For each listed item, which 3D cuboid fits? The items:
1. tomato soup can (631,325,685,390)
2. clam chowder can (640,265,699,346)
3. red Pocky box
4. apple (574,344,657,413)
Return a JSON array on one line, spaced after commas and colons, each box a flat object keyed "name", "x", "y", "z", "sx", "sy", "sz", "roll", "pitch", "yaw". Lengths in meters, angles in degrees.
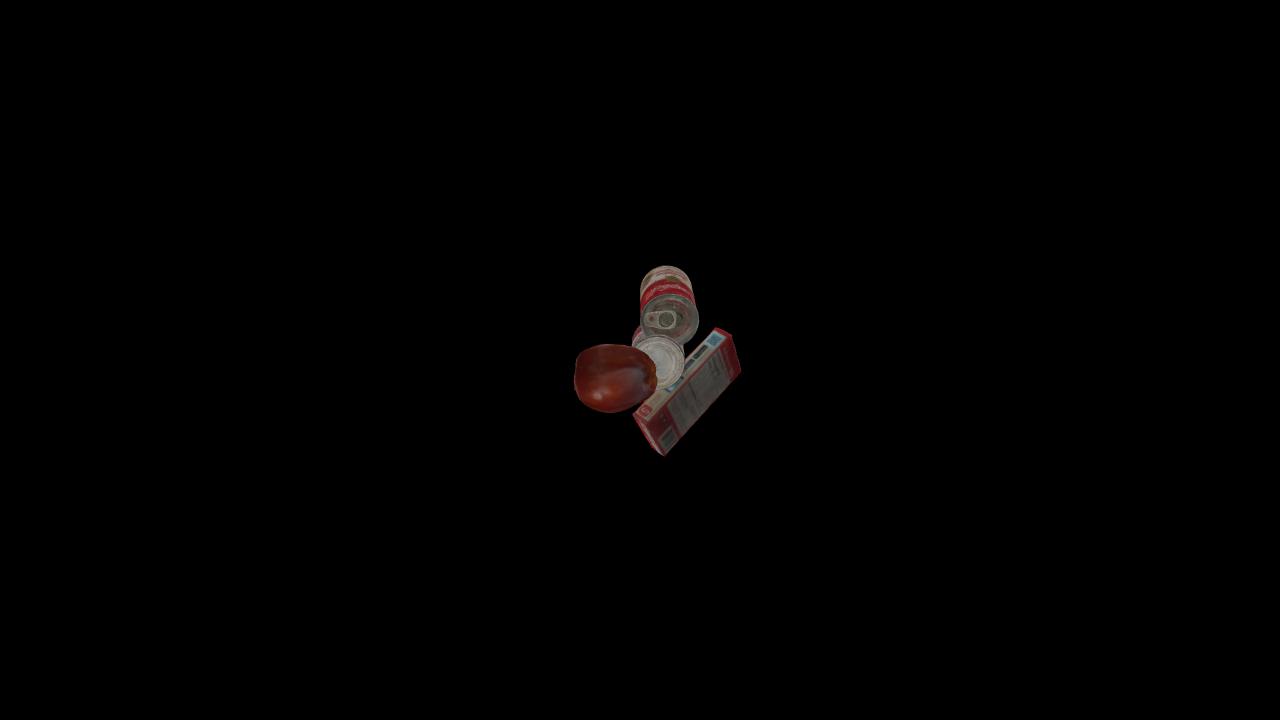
[{"name": "tomato soup can", "x": 0.021, "y": -0.009, "z": 0.756, "sx": 0.068, "sy": 0.068, "sz": 0.101, "roll": 0, "pitch": 15, "yaw": 2}, {"name": "clam chowder can", "x": 0.033, "y": -0.067, "z": 0.741, "sx": 0.068, "sy": 0.068, "sz": 0.102, "roll": 0, "pitch": 27, "yaw": 0}, {"name": "red Pocky box", "x": 0.061, "y": 0.039, "z": 0.755, "sx": 0.028, "sy": 0.155, "sz": 0.083, "roll": 33, "pitch": -20, "yaw": 37}, {"name": "apple", "x": -0.029, "y": 0.021, "z": 0.668, "sx": 0.093, "sy": 0.079, "sz": 0.079, "roll": -9, "pitch": -2, "yaw": 15}]
